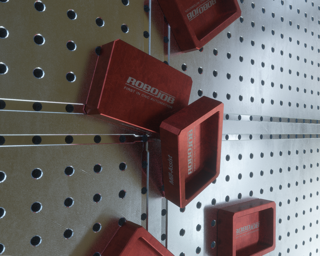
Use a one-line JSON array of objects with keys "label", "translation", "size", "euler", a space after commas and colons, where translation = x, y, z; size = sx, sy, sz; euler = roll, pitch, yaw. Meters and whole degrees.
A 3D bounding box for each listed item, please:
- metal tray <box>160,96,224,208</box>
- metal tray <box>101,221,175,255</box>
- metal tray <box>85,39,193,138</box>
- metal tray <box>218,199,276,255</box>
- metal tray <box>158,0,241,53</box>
[{"label": "metal tray", "translation": [0.045, 0.033, 0.414], "size": [0.091, 0.030, 0.129], "euler": [-33, 133, -35]}, {"label": "metal tray", "translation": [-0.021, 0.191, 0.390], "size": [0.130, 0.030, 0.090], "euler": [51, 60, -28]}, {"label": "metal tray", "translation": [-0.020, -0.043, 0.391], "size": [0.131, 0.030, 0.090], "euler": [20, 78, -39]}, {"label": "metal tray", "translation": [0.154, 0.178, 0.538], "size": [0.131, 0.030, 0.089], "euler": [1, 90, -40]}, {"label": "metal tray", "translation": [0.064, -0.182, 0.460], "size": [0.131, 0.030, 0.090], "euler": [-43, 116, -32]}]
